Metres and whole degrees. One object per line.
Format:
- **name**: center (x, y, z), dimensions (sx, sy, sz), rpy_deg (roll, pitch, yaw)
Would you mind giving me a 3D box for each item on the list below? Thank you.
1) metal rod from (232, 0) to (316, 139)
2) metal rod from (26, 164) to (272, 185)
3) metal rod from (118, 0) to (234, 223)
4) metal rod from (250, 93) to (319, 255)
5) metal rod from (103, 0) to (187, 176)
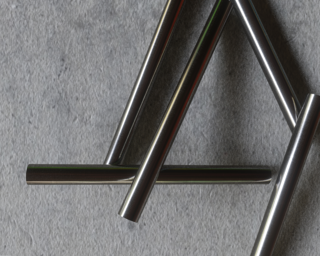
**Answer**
- **metal rod**: center (0.131, -0.119, 0.411), dimensions (0.025, 0.025, 0.299), rpy_deg (-25, 90, 0)
- **metal rod**: center (-0.007, 0.059, 0.391), dimensions (0.302, 0.025, 0.025), rpy_deg (1, 90, -8)
- **metal rod**: center (0.025, -0.031, 0.382), dimensions (0.025, 0.025, 0.299), rpy_deg (25, 79, -1)
- **metal rod**: center (0.151, 0.103, 0.397), dimensions (0.025, 0.025, 0.298), rpy_deg (17, 96, -1)
- **metal rod**: center (-0.012, -0.080, 0.409), dimensions (0.025, 0.025, 0.299), rpy_deg (21, 90, -1)
